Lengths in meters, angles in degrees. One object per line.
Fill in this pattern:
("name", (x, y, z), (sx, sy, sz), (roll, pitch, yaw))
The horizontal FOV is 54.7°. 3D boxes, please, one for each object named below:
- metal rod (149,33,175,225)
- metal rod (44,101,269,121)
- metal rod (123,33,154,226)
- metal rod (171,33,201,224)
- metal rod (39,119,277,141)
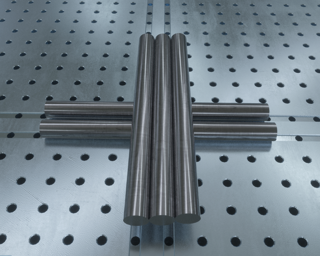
("metal rod", (0.003, -0.025, 0.397), (0.025, 0.025, 0.300), (1, 50, 0))
("metal rod", (-0.004, -0.024, 0.428), (0.302, 0.025, 0.025), (1, 50, 0))
("metal rod", (-0.022, -0.025, 0.396), (0.025, 0.025, 0.300), (1, 50, 0))
("metal rod", (0.028, -0.026, 0.398), (0.025, 0.025, 0.300), (1, 50, 0))
("metal rod", (-0.002, 0.003, 0.405), (0.302, 0.025, 0.025), (1, 50, 0))
